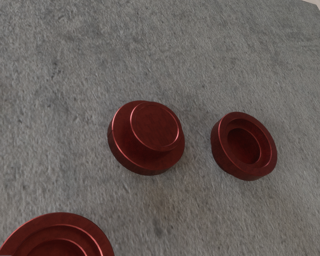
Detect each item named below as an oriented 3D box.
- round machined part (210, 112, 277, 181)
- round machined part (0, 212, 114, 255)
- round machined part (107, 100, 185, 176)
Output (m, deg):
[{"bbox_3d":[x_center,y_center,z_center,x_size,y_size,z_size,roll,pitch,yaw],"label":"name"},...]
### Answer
[{"bbox_3d":[0.113,0.029,0.438,0.099,0.042,0.098,14,56,-21],"label":"round machined part"},{"bbox_3d":[-0.092,0.127,0.267,0.099,0.042,0.098,14,56,-21],"label":"round machined part"},{"bbox_3d":[-0.012,0.006,0.384,0.099,0.042,0.098,14,56,-21],"label":"round machined part"}]
